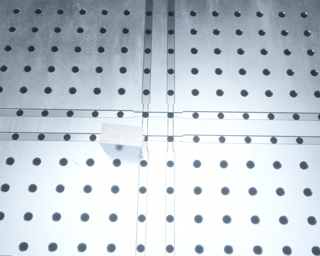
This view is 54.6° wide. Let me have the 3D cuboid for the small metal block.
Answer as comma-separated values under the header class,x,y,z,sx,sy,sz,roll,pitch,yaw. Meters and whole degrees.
class,x,y,z,sx,sy,sz,roll,pitch,yaw
small metal block,-0.046,0.016,0.392,0.050,0.050,0.025,5,70,2
